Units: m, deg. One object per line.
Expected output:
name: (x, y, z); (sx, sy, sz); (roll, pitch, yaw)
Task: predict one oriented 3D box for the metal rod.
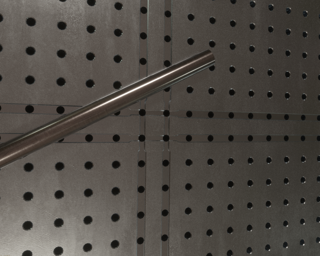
metal rod: (-0.057, -0.033, 0.392); (0.302, 0.025, 0.025); (-28, 100, -18)
